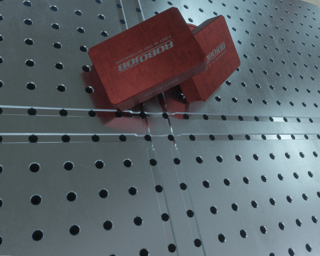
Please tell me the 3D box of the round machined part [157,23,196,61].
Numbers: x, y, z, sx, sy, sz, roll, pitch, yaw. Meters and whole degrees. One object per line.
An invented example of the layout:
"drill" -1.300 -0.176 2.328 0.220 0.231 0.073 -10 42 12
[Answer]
"round machined part" 0.047 -0.130 0.502 0.099 0.042 0.098 14 56 -21

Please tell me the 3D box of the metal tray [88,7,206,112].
"metal tray" -0.017 -0.089 0.404 0.130 0.030 0.090 -26 73 1

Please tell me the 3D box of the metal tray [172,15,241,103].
"metal tray" 0.072 -0.108 0.480 0.131 0.030 0.090 -44 118 -37
